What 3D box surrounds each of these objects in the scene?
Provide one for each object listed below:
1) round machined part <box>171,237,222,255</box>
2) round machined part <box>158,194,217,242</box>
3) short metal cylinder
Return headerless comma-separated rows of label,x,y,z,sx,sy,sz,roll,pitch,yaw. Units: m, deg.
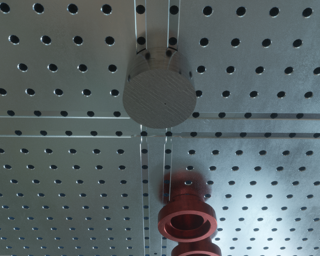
round machined part,0.071,0.246,0.611,0.099,0.042,0.097,0,130,0
round machined part,0.046,0.151,0.529,0.099,0.042,0.097,0,130,0
short metal cylinder,0.000,-0.045,0.357,0.081,0.050,0.079,0,131,0
